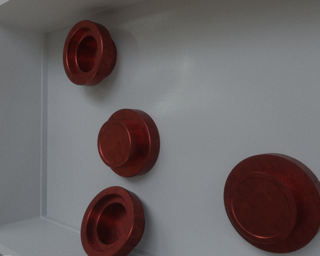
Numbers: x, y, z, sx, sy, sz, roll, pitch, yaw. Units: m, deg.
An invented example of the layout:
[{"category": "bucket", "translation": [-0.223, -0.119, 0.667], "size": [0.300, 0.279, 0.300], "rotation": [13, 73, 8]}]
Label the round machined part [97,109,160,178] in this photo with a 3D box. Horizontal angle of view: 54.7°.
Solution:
[{"category": "round machined part", "translation": [-0.051, 0.021, 0.438], "size": [0.098, 0.042, 0.097], "rotation": [0, 90, 40]}]

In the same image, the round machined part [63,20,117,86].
[{"category": "round machined part", "translation": [-0.105, -0.114, 0.483], "size": [0.098, 0.042, 0.097], "rotation": [0, 90, 40]}]

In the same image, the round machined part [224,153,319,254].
[{"category": "round machined part", "translation": [0.107, 0.075, 0.308], "size": [0.098, 0.042, 0.097], "rotation": [0, 90, 40]}]

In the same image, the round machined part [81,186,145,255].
[{"category": "round machined part", "translation": [-0.060, 0.134, 0.429], "size": [0.098, 0.042, 0.098], "rotation": [-21, 51, 29]}]
